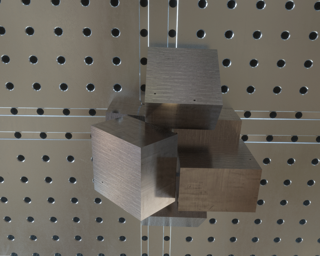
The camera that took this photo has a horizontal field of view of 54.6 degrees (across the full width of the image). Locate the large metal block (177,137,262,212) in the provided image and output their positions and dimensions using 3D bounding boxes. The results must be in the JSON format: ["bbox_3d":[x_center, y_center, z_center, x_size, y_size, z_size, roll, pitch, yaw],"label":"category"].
[{"bbox_3d":[0.059,0.049,0.349,0.080,0.080,0.050,1,110,-1],"label":"large metal block"}]

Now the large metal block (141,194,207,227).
[{"bbox_3d":[0.016,0.100,0.415,0.080,0.050,0.080,2,155,-1],"label":"large metal block"}]

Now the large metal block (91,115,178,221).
[{"bbox_3d":[-0.029,0.039,0.336,0.080,0.050,0.079,20,118,41],"label":"large metal block"}]

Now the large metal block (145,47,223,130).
[{"bbox_3d":[0.025,-0.046,0.360,0.080,0.080,0.050,2,148,-1],"label":"large metal block"}]

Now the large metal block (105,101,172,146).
[{"bbox_3d":[-0.029,0.014,0.405,0.080,0.050,0.079,6,110,-3],"label":"large metal block"}]

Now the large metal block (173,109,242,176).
[{"bbox_3d":[0.056,0.018,0.407,0.080,0.050,0.079,3,110,-1],"label":"large metal block"}]
